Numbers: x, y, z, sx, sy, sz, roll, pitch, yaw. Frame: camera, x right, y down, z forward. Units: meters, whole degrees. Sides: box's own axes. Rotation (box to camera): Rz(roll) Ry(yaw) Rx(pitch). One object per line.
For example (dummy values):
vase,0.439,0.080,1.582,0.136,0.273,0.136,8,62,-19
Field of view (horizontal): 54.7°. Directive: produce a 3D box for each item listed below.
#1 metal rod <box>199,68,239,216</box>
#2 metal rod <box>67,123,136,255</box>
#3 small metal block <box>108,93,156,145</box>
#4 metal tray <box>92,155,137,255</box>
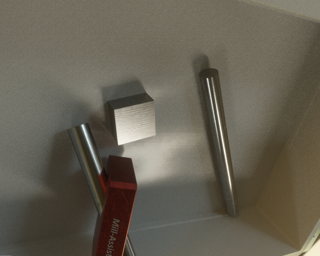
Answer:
metal rod,0.099,0.042,0.491,0.025,0.025,0.299,-27,128,-12
metal rod,-0.047,0.139,0.372,0.025,0.025,0.298,-20,95,-17
small metal block,-0.034,-0.012,0.384,0.050,0.025,0.050,-15,125,-21
metal tray,-0.059,0.109,0.383,0.030,0.090,0.129,10,103,-12
